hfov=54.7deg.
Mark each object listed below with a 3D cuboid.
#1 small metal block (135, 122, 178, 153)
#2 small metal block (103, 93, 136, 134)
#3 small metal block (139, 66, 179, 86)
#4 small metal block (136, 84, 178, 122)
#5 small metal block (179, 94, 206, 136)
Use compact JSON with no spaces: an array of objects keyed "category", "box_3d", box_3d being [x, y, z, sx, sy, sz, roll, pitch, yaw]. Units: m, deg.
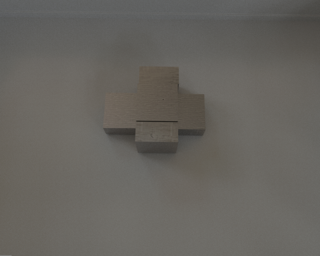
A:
[{"category":"small metal block","box_3d":[-0.004,0.013,0.388,0.050,0.050,0.025,1,70,0]},{"category":"small metal block","box_3d":[-0.047,-0.019,0.414,0.050,0.025,0.050,1,70,0]},{"category":"small metal block","box_3d":[-0.001,-0.059,0.415,0.050,0.050,0.025,1,70,0]},{"category":"small metal block","box_3d":[-0.003,-0.028,0.390,0.050,0.025,0.050,1,70,0]},{"category":"small metal block","box_3d":[0.033,-0.018,0.414,0.050,0.025,0.050,1,70,0]}]
